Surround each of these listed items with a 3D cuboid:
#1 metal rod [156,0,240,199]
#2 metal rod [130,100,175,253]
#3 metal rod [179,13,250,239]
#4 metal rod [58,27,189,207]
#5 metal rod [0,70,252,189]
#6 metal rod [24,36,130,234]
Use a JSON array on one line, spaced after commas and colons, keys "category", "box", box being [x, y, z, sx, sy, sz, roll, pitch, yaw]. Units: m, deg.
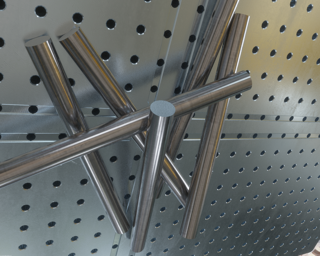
[{"category": "metal rod", "box": [0.037, -0.032, 0.410, 0.025, 0.025, 0.298, 6, 115, -31]}, {"category": "metal rod", "box": [-0.017, 0.087, 0.408, 0.025, 0.025, 0.298, -12, 138, -22]}, {"category": "metal rod", "box": [0.068, 0.006, 0.408, 0.025, 0.025, 0.298, 5, 103, -31]}, {"category": "metal rod", "box": [-0.019, 0.013, 0.385, 0.025, 0.025, 0.300, -36, 122, -4]}, {"category": "metal rod", "box": [-0.033, -0.003, 0.341, 0.302, 0.025, 0.025, -22, 127, -13]}, {"category": "metal rod", "box": [-0.087, 0.034, 0.383, 0.025, 0.025, 0.299, -24, 127, -13]}]
